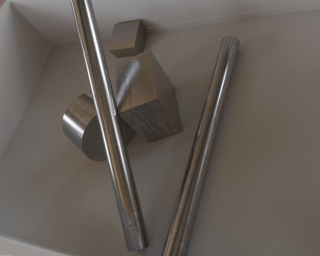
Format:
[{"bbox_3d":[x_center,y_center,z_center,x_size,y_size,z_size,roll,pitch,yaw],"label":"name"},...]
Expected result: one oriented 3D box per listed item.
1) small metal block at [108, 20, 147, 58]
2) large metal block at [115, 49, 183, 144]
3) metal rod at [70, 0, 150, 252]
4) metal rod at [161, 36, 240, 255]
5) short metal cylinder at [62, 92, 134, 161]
[{"bbox_3d":[-0.053,-0.147,0.517,0.050,0.025,0.050,1,73,28],"label":"small metal block"},{"bbox_3d":[-0.014,-0.038,0.400,0.050,0.080,0.080,-20,54,16],"label":"large metal block"},{"bbox_3d":[-0.060,-0.013,0.359,0.025,0.025,0.298,-17,82,18],"label":"metal rod"},{"bbox_3d":[0.053,0.014,0.368,0.025,0.025,0.300,5,64,30],"label":"metal rod"},{"bbox_3d":[-0.081,-0.003,0.413,0.050,0.080,0.080,34,80,38],"label":"short metal cylinder"}]
